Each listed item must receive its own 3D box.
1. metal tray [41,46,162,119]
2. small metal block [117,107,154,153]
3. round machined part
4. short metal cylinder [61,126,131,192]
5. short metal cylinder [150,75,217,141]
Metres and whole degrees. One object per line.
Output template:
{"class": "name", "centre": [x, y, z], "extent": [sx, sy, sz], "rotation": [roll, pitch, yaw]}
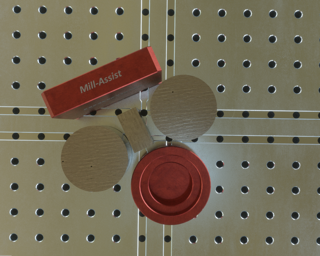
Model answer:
{"class": "metal tray", "centre": [-0.063, -0.050, 0.376], "extent": [0.131, 0.090, 0.030], "rotation": [-23, 90, 0]}
{"class": "small metal block", "centre": [-0.030, 0.002, 0.396], "extent": [0.025, 0.050, 0.050], "rotation": [-25, 90, 0]}
{"class": "round machined part", "centre": [0.014, 0.071, 0.401], "extent": [0.099, 0.042, 0.097], "rotation": [0, 90, 0]}
{"class": "short metal cylinder", "centre": [-0.079, 0.037, 0.396], "extent": [0.081, 0.050, 0.079], "rotation": [0, 90, 0]}
{"class": "short metal cylinder", "centre": [0.028, -0.025, 0.397], "extent": [0.081, 0.050, 0.079], "rotation": [0, 90, 0]}
